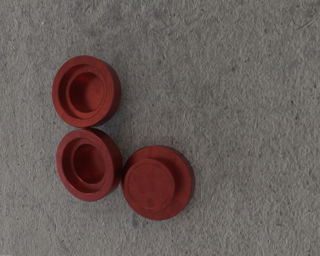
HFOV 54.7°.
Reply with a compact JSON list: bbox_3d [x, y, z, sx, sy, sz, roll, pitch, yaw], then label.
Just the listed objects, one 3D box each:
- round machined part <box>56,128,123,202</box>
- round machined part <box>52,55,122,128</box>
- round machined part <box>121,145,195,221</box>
[{"bbox_3d":[-0.091,0.047,0.426,0.098,0.042,0.097,4,100,27],"label":"round machined part"},{"bbox_3d":[-0.098,-0.049,0.434,0.098,0.042,0.097,0,90,20],"label":"round machined part"},{"bbox_3d":[-0.007,0.072,0.402,0.098,0.042,0.097,0,90,20],"label":"round machined part"}]
